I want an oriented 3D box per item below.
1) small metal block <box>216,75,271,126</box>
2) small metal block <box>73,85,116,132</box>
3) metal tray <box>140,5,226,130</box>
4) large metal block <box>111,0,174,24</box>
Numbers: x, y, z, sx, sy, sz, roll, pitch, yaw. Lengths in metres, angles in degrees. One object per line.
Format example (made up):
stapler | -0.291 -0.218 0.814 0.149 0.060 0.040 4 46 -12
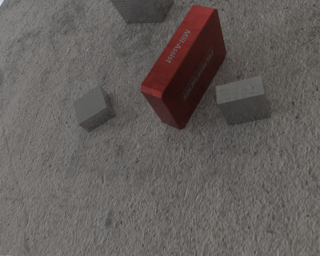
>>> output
small metal block | 0.096 -0.030 0.356 0.050 0.050 0.025 -12 57 22
small metal block | -0.101 -0.030 0.475 0.050 0.025 0.050 -31 52 8
metal tray | 0.035 -0.073 0.386 0.030 0.090 0.130 23 74 28
large metal block | -0.035 -0.226 0.526 0.080 0.080 0.050 11 67 32
